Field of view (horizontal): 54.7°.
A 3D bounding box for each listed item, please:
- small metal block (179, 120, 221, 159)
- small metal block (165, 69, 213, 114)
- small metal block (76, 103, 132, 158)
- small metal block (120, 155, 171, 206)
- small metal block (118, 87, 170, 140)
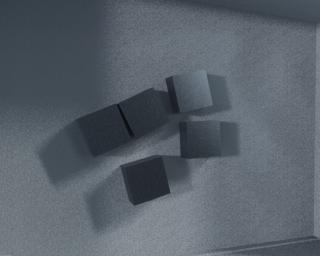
[{"bbox_3d":[0.056,0.015,0.431,0.050,0.025,0.050,-3,91,-20],"label":"small metal block"},{"bbox_3d":[0.040,-0.050,0.425,0.050,0.025,0.050,-14,95,-20],"label":"small metal block"},{"bbox_3d":[-0.070,0.003,0.385,0.050,0.025,0.050,-24,98,-18],"label":"small metal block"},{"bbox_3d":[-0.019,0.067,0.403,0.050,0.025,0.050,-15,95,-20],"label":"small metal block"},{"bbox_3d":[-0.023,-0.019,0.402,0.050,0.025,0.050,-28,100,-18],"label":"small metal block"}]
